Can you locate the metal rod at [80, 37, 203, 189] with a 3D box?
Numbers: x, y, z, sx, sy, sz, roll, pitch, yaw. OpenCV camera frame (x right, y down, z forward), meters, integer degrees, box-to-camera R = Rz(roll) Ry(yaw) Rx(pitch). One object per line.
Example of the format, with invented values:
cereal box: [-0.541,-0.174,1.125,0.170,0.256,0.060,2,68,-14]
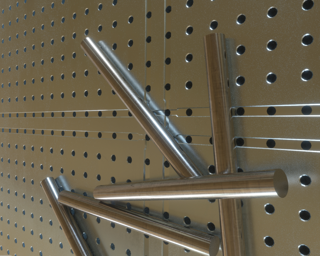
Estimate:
metal rod: [-0.034,-0.032,0.435,0.300,0.025,0.025,51,120,27]

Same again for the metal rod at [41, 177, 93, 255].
metal rod: [-0.129,0.206,0.512,0.300,0.025,0.025,52,120,27]

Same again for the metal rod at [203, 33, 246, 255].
metal rod: [0.074,0.044,0.346,0.025,0.025,0.298,-8,85,39]

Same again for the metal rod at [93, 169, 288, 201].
metal rod: [0.005,0.075,0.375,0.299,0.025,0.025,-15,80,47]

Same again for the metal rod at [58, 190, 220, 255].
metal rod: [-0.053,0.129,0.450,0.300,0.025,0.025,4,92,39]
